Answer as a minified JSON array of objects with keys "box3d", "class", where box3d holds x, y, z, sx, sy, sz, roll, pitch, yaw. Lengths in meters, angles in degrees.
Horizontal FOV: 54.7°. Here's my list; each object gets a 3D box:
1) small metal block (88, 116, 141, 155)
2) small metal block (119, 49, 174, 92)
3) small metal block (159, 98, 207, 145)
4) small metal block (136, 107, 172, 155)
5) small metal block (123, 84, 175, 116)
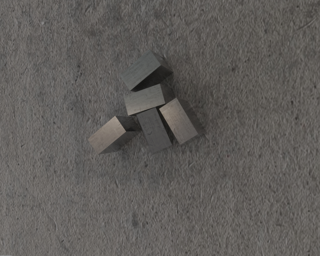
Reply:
[{"box3d":[-0.059,0.009,0.417,0.050,0.050,0.025,-39,78,16],"class":"small metal block"},{"box3d":[-0.016,-0.071,0.401,0.050,0.050,0.025,-37,78,16],"class":"small metal block"},{"box3d":[0.030,-0.008,0.385,0.025,0.050,0.050,-33,80,17],"class":"small metal block"},{"box3d":[-0.008,0.006,0.395,0.025,0.050,0.050,-23,83,-5],"class":"small metal block"},{"box3d":[-0.011,-0.034,0.399,0.050,0.050,0.025,-17,84,19],"class":"small metal block"}]
